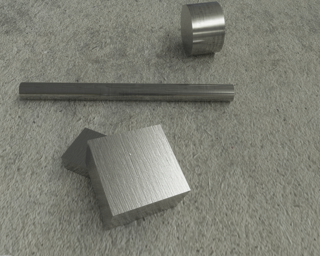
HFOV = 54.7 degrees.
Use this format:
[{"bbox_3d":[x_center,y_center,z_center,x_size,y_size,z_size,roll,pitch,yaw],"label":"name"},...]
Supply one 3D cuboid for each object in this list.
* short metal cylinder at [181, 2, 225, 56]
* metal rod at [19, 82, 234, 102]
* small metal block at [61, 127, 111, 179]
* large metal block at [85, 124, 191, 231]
[{"bbox_3d":[0.067,-0.161,0.503,0.050,0.080,0.080,-8,51,-7],"label":"short metal cylinder"},{"bbox_3d":[-0.047,-0.052,0.446,0.302,0.025,0.025,1,50,0],"label":"metal rod"},{"bbox_3d":[-0.081,0.032,0.375,0.050,0.025,0.050,19,53,15],"label":"small metal block"},{"bbox_3d":[-0.027,0.050,0.327,0.081,0.050,0.080,-13,62,-24],"label":"large metal block"}]
